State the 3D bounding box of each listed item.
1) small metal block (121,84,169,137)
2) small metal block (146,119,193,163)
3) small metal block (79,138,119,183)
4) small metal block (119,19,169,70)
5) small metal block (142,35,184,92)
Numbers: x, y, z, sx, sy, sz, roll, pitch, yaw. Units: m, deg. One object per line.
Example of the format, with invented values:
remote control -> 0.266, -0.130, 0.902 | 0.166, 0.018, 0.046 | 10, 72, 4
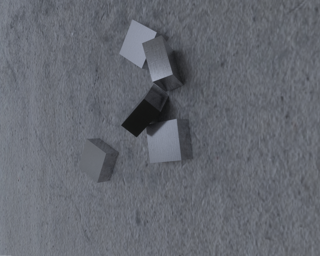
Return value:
small metal block -> -0.019, -0.023, 0.399 | 0.025, 0.050, 0.050 | 39, 120, -9
small metal block -> 0.012, 0.017, 0.394 | 0.050, 0.025, 0.050 | -10, 84, 39
small metal block -> -0.096, 0.050, 0.481 | 0.050, 0.025, 0.050 | 30, 109, 35
small metal block -> -0.023, -0.112, 0.422 | 0.050, 0.025, 0.050 | 38, 113, 33
small metal block -> 0.005, -0.077, 0.379 | 0.025, 0.050, 0.050 | -18, 78, 16
